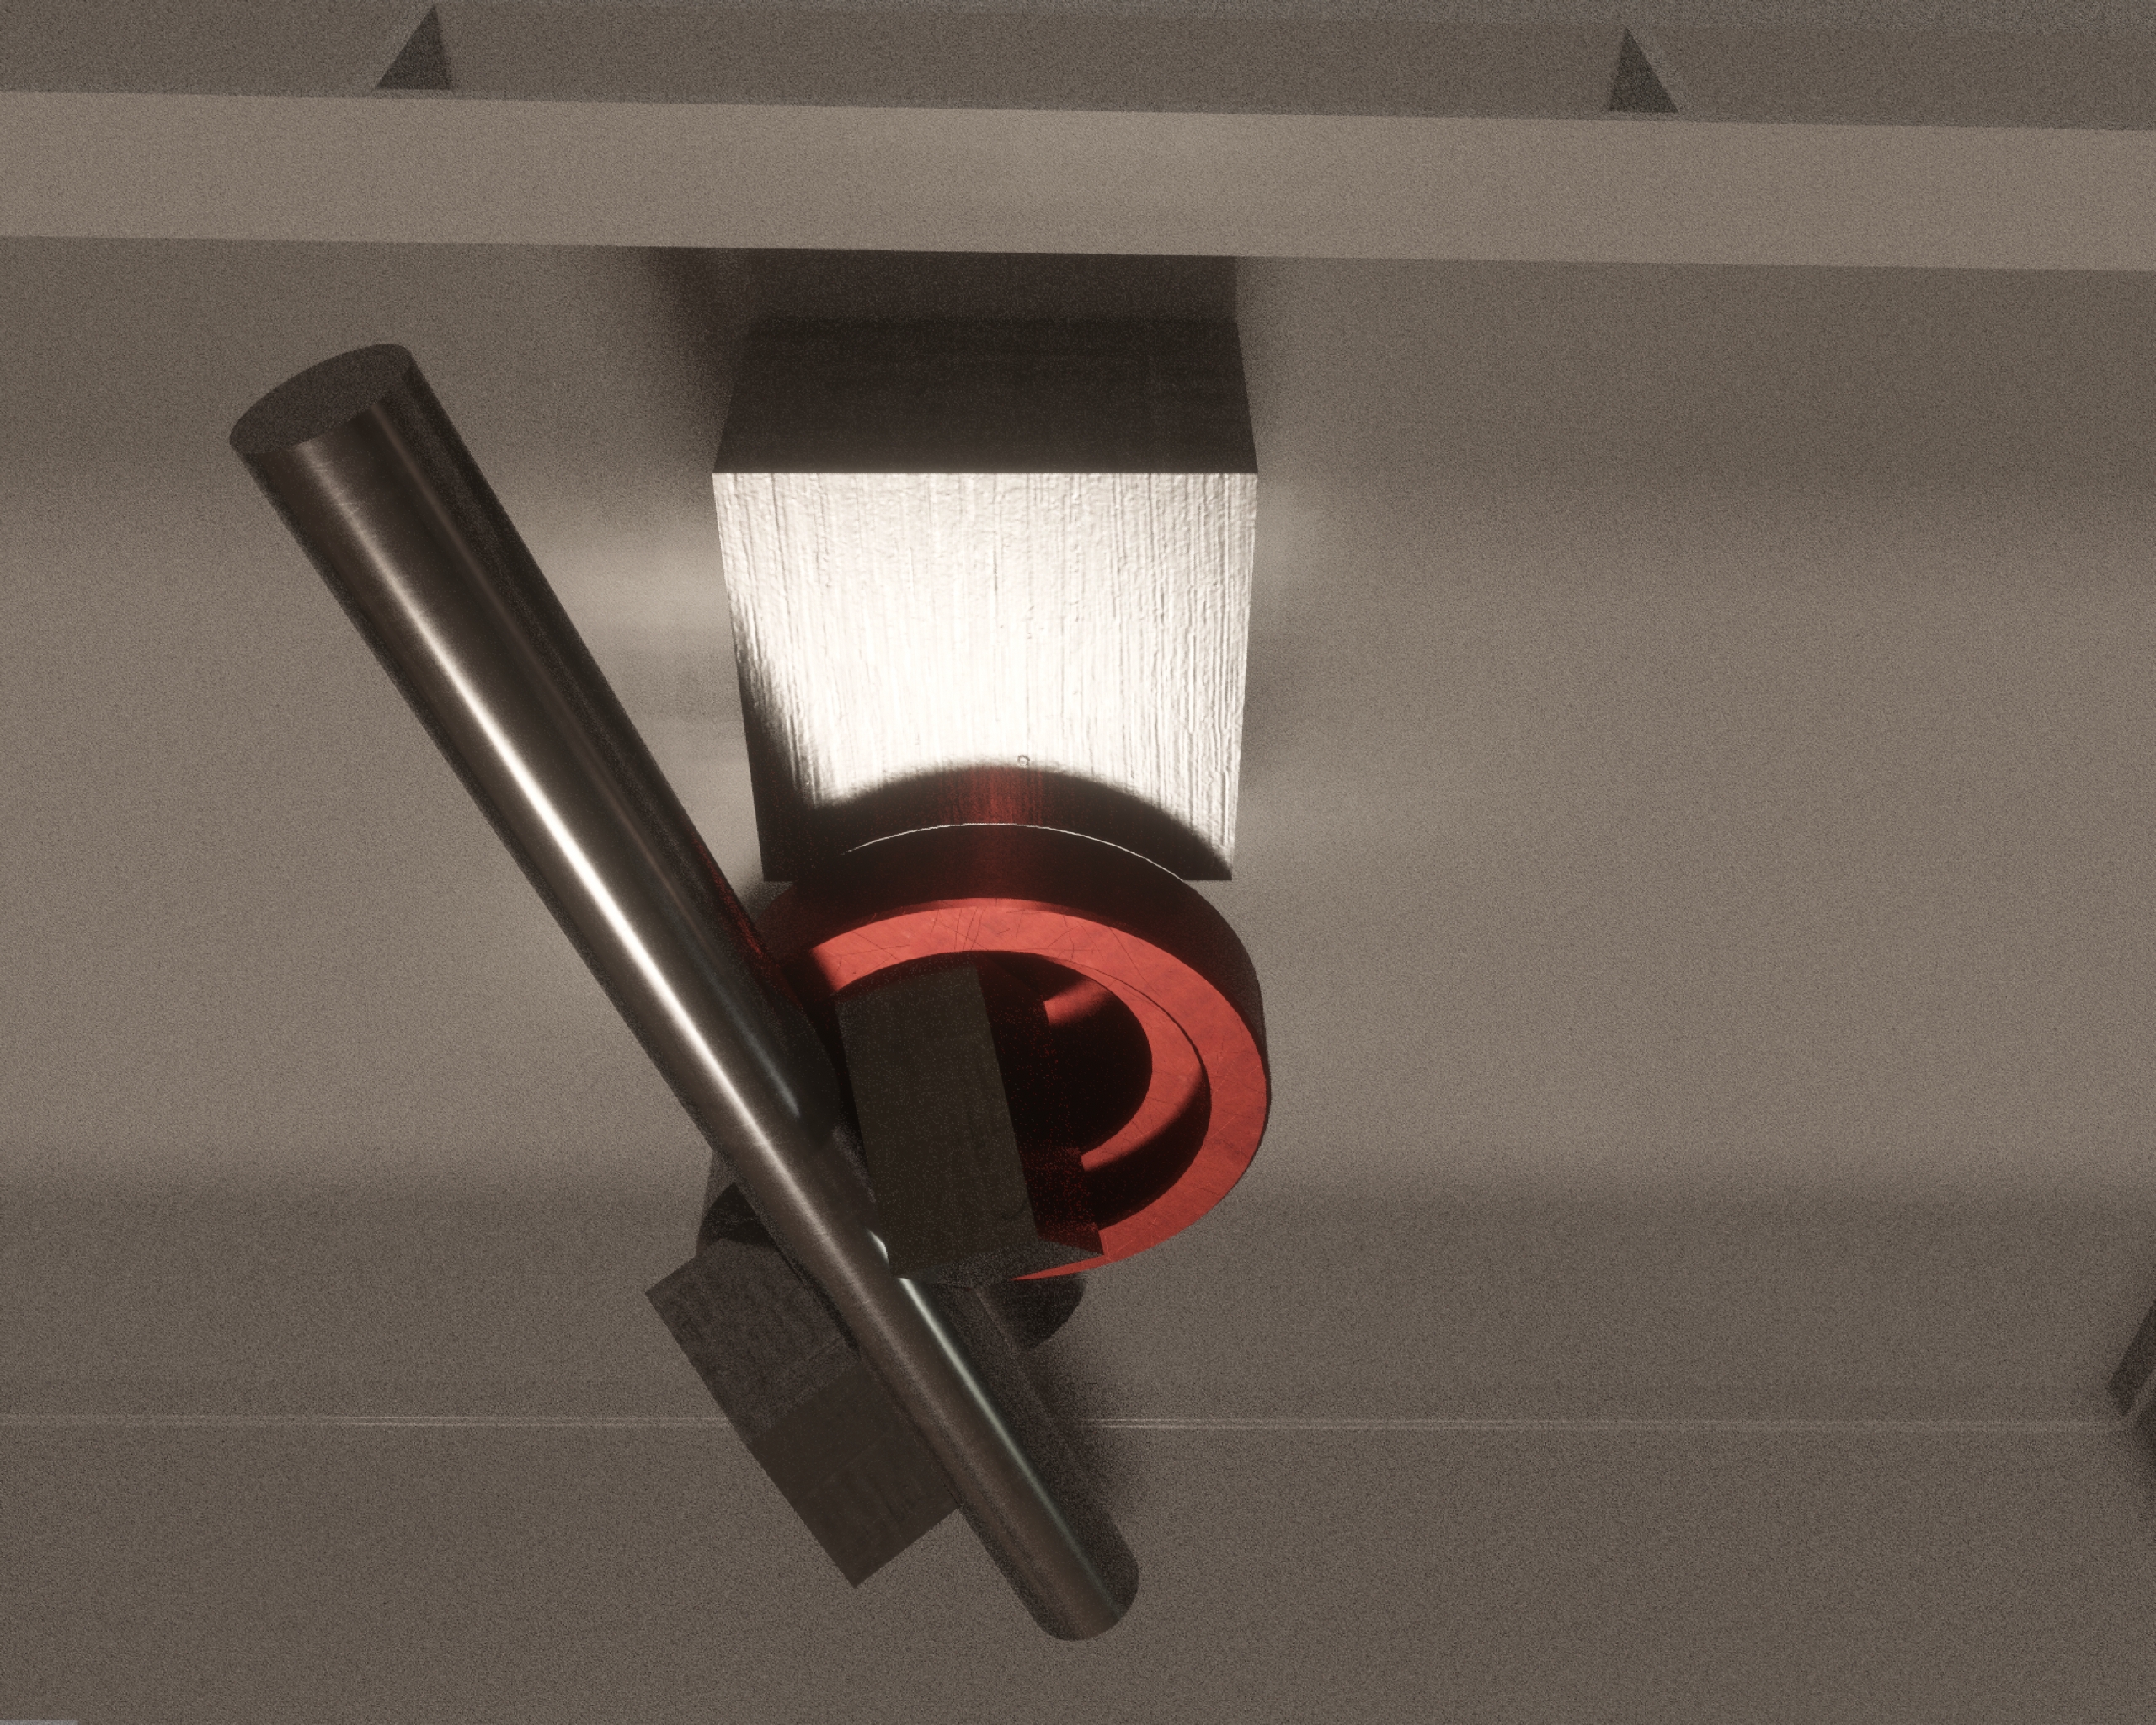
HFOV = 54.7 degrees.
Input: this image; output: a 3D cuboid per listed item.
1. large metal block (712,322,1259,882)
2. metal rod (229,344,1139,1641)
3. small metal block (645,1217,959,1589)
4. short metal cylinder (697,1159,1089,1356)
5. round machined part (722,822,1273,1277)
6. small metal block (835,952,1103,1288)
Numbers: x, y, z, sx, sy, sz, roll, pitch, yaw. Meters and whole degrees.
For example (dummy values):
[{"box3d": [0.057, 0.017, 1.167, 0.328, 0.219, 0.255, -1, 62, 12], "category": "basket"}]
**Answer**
[{"box3d": [-0.014, -0.043, 0.352, 0.081, 0.050, 0.079, 0, 130, -1], "category": "large metal block"}, {"box3d": [-0.047, 0.048, 0.356, 0.025, 0.025, 0.299, -15, 129, 12], "category": "metal rod"}, {"box3d": [-0.055, 0.106, 0.412, 0.025, 0.050, 0.050, -35, 129, -15], "category": "small metal block"}, {"box3d": [-0.038, 0.067, 0.448, 0.081, 0.050, 0.079, 0, 130, 0], "category": "short metal cylinder"}, {"box3d": [-0.015, 0.030, 0.383, 0.099, 0.042, 0.097, -1, 130, 0], "category": "round machined part"}, {"box3d": [-0.018, 0.046, 0.367, 0.025, 0.050, 0.050, -17, 163, 9], "category": "small metal block"}]
